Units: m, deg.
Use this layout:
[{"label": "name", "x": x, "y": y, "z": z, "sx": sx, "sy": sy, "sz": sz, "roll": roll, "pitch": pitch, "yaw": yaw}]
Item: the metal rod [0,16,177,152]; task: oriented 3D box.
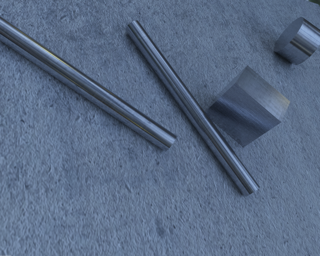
[{"label": "metal rod", "x": -0.110, "y": -0.064, "z": 0.383, "sx": 0.301, "sy": 0.025, "sz": 0.025, "roll": 34, "pitch": 51, "yaw": -6}]

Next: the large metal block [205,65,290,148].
[{"label": "large metal block", "x": 0.125, "y": -0.030, "z": 0.454, "sx": 0.080, "sy": 0.080, "sz": 0.050, "roll": 40, "pitch": 51, "yaw": -1}]

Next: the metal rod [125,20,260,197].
[{"label": "metal rod", "x": 0.041, "y": -0.035, "z": 0.447, "sx": 0.025, "sy": 0.025, "sz": 0.299, "roll": -26, "pitch": 76, "yaw": -37}]

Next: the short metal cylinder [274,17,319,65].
[{"label": "short metal cylinder", "x": 0.278, "y": -0.175, "z": 0.625, "sx": 0.050, "sy": 0.080, "sz": 0.080, "roll": 32, "pitch": 52, "yaw": -8}]
